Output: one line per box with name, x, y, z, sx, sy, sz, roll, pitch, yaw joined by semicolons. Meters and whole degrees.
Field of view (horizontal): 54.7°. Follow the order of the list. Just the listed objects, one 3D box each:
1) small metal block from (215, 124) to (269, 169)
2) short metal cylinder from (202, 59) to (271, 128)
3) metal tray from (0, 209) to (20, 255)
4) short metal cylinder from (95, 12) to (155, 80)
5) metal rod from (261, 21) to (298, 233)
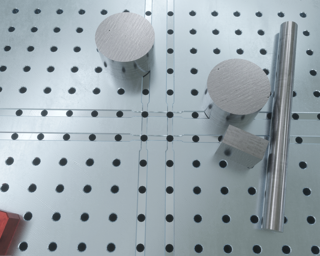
small metal block;0.101;0.025;0.390;0.050;0.050;0.025;24;72;8
short metal cylinder;0.100;-0.045;0.415;0.080;0.050;0.080;0;70;0
metal tray;-0.247;0.128;0.360;0.131;0.030;0.090;14;71;5
short metal cylinder;-0.047;-0.115;0.440;0.081;0.050;0.080;0;70;0
metal rod;0.164;-0.016;0.418;0.025;0.025;0.299;11;70;4
